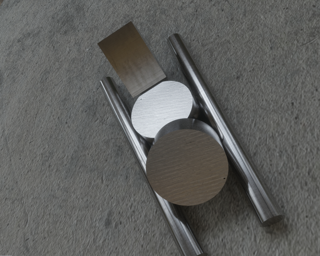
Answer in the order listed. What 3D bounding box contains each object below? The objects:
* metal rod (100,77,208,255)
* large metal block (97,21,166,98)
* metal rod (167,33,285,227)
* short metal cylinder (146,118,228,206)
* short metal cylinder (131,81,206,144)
[{"bbox_3d":[-0.024,0.029,0.399,0.025,0.025,0.300,-35,51,5],"label":"metal rod"},{"bbox_3d":[-0.034,-0.093,0.425,0.050,0.080,0.080,-32,10,8],"label":"large metal block"},{"bbox_3d":[0.065,-0.023,0.385,0.025,0.025,0.299,-28,52,10],"label":"metal rod"},{"bbox_3d":[0.028,0.034,0.327,0.080,0.080,0.050,-28,10,10],"label":"short metal cylinder"},{"bbox_3d":[0.011,-0.012,0.391,0.080,0.050,0.080,-13,56,21],"label":"short metal cylinder"}]
